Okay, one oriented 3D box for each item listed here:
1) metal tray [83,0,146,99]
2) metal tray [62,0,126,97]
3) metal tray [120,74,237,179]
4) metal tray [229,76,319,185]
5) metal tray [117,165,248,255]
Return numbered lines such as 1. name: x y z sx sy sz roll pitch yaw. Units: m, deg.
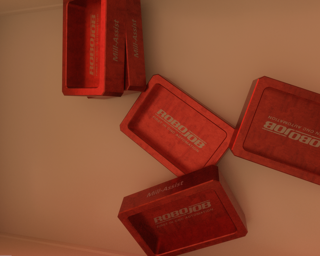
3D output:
1. metal tray: -0.064 -0.108 0.412 0.090 0.030 0.129 -5 88 41
2. metal tray: -0.085 -0.105 0.389 0.090 0.030 0.129 5 95 41
3. metal tray: 0.023 0.003 0.398 0.130 0.030 0.090 38 102 15
4. metal tray: 0.153 0.006 0.337 0.131 0.030 0.089 19 97 4
5. metal tray: 0.027 0.107 0.375 0.130 0.030 0.090 -24 113 18
